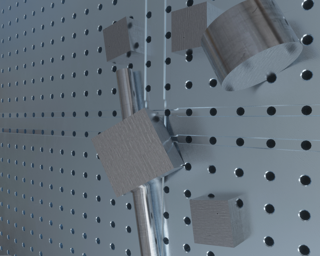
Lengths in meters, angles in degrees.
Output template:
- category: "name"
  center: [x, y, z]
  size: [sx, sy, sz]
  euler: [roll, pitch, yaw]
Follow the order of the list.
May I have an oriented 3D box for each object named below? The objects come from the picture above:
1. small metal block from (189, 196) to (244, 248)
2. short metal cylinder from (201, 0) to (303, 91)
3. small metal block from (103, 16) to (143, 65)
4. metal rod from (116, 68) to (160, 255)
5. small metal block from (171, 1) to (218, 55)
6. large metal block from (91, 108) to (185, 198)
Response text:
- category: "small metal block"
  center: [0.064, 0.106, 0.355]
  size: [0.050, 0.025, 0.050]
  euler: [-10, 84, 39]
- category: "short metal cylinder"
  center: [0.087, -0.078, 0.301]
  size: [0.080, 0.081, 0.050]
  euler: [-34, 70, 34]
- category: "small metal block"
  center: [-0.055, -0.126, 0.452]
  size: [0.050, 0.025, 0.050]
  euler: [-14, 81, 39]
- category: "metal rod"
  center: [-0.029, 0.064, 0.431]
  size: [0.025, 0.025, 0.298]
  euler: [-14, 81, 39]
- category: "small metal block"
  center: [0.041, -0.118, 0.374]
  size: [0.050, 0.025, 0.050]
  euler: [0, 90, 39]
- category: "large metal block"
  center: [-0.027, 0.031, 0.392]
  size: [0.080, 0.050, 0.080]
  euler: [-30, 77, 15]
